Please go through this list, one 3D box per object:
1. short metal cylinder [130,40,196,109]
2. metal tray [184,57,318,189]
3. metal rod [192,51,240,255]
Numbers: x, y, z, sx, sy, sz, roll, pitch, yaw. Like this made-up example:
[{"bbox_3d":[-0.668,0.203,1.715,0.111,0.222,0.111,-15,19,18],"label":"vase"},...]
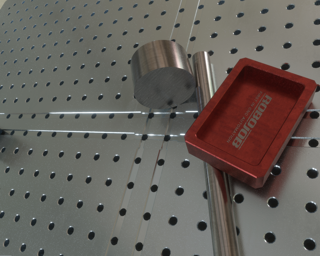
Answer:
[{"bbox_3d":[0.003,-0.070,0.414,0.080,0.080,0.050,-22,54,15],"label":"short metal cylinder"},{"bbox_3d":[0.099,-0.011,0.339,0.090,0.030,0.130,27,69,27],"label":"metal tray"},{"bbox_3d":[0.062,0.027,0.359,0.025,0.025,0.299,-15,56,20],"label":"metal rod"}]
